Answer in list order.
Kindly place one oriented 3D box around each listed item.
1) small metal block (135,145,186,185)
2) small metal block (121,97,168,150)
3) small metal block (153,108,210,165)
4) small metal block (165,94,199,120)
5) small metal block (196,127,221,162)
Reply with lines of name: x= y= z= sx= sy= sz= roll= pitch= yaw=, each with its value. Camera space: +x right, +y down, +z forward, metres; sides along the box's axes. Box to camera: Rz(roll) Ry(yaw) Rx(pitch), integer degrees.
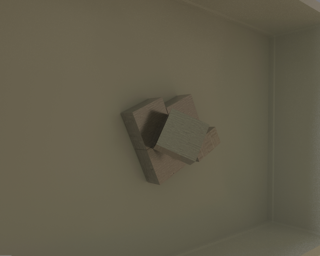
small metal block: x=0.001 y=0.039 z=0.408 sx=0.050 sy=0.025 sz=0.050 roll=-31 pitch=110 yaw=-36
small metal block: x=-0.015 y=-0.006 z=0.394 sx=0.050 sy=0.025 sz=0.050 roll=-31 pitch=110 yaw=-36
small metal block: x=0.026 y=0.011 z=0.380 sx=0.050 sy=0.025 sz=0.050 roll=24 pitch=71 yaw=-2
small metal block: x=0.025 y=-0.014 z=0.428 sx=0.050 sy=0.025 sz=0.050 roll=-31 pitch=110 yaw=-36
small metal block: x=0.047 y=0.021 z=0.429 sx=0.050 sy=0.050 sz=0.025 roll=-35 pitch=112 yaw=-35
